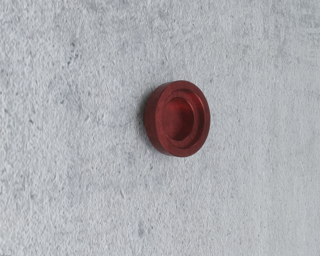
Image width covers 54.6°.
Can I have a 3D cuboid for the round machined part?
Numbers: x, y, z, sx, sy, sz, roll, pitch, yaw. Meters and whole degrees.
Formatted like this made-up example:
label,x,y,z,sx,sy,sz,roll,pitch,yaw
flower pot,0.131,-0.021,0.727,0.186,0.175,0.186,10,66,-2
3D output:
label,x,y,z,sx,sy,sz,roll,pitch,yaw
round machined part,0.018,-0.012,0.408,0.099,0.042,0.097,0,90,-40
